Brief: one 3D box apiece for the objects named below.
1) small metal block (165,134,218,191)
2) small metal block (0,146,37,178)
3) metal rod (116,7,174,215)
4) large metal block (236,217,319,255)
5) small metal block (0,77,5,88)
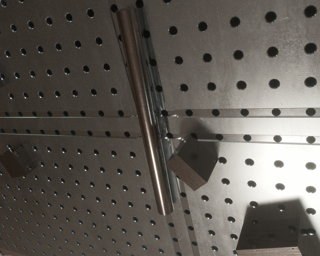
[{"bbox_3d":[0.042,0.044,0.399,0.050,0.050,0.025,43,129,-2],"label":"small metal block"},{"bbox_3d":[-0.274,0.066,0.593,0.050,0.025,0.050,-15,111,33],"label":"small metal block"},{"bbox_3d":[-0.014,-0.003,0.415,0.025,0.025,0.298,4,121,26],"label":"metal rod"},{"bbox_3d":[0.161,0.172,0.416,0.080,0.050,0.080,-20,108,35],"label":"large metal block"},{"bbox_3d":[-0.294,-0.086,0.510,0.050,0.025,0.050,-1,118,28],"label":"small metal block"}]
